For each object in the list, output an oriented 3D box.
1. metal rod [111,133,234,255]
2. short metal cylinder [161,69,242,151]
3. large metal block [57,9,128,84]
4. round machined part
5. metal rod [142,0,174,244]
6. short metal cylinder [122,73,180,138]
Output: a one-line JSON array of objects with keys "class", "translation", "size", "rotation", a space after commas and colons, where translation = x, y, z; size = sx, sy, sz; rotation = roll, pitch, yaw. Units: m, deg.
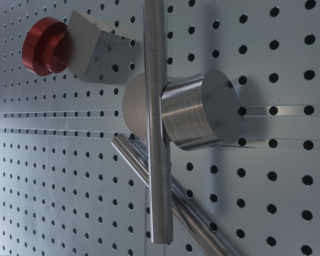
[{"class": "metal rod", "translation": [0.031, 0.109, 0.384], "size": [0.300, 0.025, 0.025], "rotation": [45, 117, 30]}, {"class": "short metal cylinder", "translation": [0.046, -0.018, 0.335], "size": [0.050, 0.081, 0.080], "rotation": [-14, 81, 39]}, {"class": "large metal block", "translation": [-0.107, -0.125, 0.482], "size": [0.080, 0.050, 0.080], "rotation": [42, 115, 32]}, {"class": "round machined part", "translation": [-0.179, -0.130, 0.518], "size": [0.042, 0.098, 0.097], "rotation": [27, 109, 7]}, {"class": "metal rod", "translation": [-0.003, -0.025, 0.346], "size": [0.025, 0.025, 0.298], "rotation": [-4, 88, 40]}, {"class": "short metal cylinder", "translation": [-0.002, -0.028, 0.395], "size": [0.080, 0.050, 0.080], "rotation": [0, 90, 40]}]
